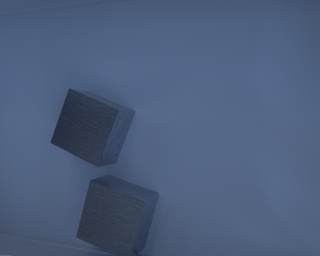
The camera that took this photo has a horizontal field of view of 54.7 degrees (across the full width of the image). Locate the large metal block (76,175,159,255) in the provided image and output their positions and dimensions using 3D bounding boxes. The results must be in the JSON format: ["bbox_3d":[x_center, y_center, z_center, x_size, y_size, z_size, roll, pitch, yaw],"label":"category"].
[{"bbox_3d":[-0.056,0.117,0.417,0.080,0.050,0.080,17,96,19],"label":"large metal block"}]

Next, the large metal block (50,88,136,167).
[{"bbox_3d":[-0.092,-0.002,0.430,0.080,0.050,0.080,23,98,18],"label":"large metal block"}]
